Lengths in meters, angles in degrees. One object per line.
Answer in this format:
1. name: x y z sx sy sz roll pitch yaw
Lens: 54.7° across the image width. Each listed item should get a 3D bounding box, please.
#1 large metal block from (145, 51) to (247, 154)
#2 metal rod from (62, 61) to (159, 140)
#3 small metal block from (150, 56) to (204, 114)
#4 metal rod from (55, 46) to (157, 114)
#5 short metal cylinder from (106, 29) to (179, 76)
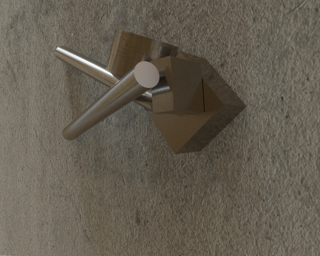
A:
1. large metal block: 0.036 -0.028 0.357 0.080 0.050 0.080 -49 61 30
2. metal rod: -0.083 -0.019 0.403 0.299 0.025 0.025 -22 76 59
3. small metal block: 0.018 -0.040 0.305 0.025 0.050 0.050 -5 87 40
4. metal rod: -0.086 -0.079 0.438 0.300 0.025 0.025 32 110 47
5. short metal cylinder: -0.022 -0.088 0.389 0.080 0.081 0.050 26 107 36
